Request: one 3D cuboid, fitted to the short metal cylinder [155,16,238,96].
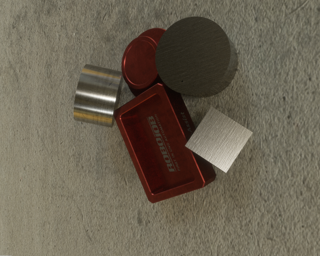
[{"bbox_3d":[0.042,-0.075,0.342,0.080,0.050,0.079,1,92,22],"label":"short metal cylinder"}]

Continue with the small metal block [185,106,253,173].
[{"bbox_3d":[0.062,0.013,0.332,0.050,0.025,0.050,33,88,6],"label":"small metal block"}]

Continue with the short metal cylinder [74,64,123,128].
[{"bbox_3d":[-0.084,-0.044,0.431,0.050,0.080,0.079,12,101,-5],"label":"short metal cylinder"}]

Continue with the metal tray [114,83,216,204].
[{"bbox_3d":[0.003,0.020,0.386,0.090,0.030,0.129,-28,82,36],"label":"metal tray"}]

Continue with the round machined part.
[{"bbox_3d":[-0.012,-0.082,0.406,0.098,0.042,0.097,0,90,40],"label":"round machined part"}]
